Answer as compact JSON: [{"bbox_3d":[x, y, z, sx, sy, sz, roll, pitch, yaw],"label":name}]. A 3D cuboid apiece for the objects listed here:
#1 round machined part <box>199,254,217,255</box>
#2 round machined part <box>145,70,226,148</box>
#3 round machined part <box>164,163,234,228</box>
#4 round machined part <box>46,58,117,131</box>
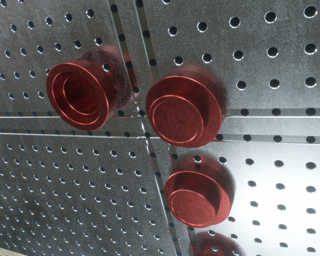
[{"bbox_3d":[0.084,0.247,0.508,0.098,0.042,0.097,13,124,20],"label":"round machined part"},{"bbox_3d":[0.026,-0.017,0.375,0.098,0.042,0.097,13,124,20],"label":"round machined part"},{"bbox_3d":[0.050,0.101,0.435,0.098,0.042,0.097,13,124,20],"label":"round machined part"},{"bbox_3d":[-0.101,-0.048,0.422,0.098,0.042,0.097,13,124,20],"label":"round machined part"}]
